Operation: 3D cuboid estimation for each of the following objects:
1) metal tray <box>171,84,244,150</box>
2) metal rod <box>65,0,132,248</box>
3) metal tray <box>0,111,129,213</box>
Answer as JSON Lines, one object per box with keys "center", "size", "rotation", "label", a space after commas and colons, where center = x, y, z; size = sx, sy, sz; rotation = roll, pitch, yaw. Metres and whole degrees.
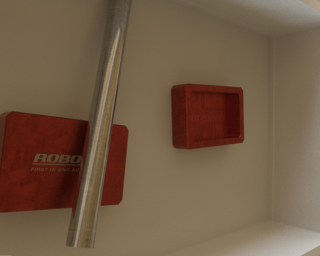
{"center": [0.076, -0.018, 0.469], "size": [0.131, 0.030, 0.089], "rotation": [-3, 92, -40], "label": "metal tray"}
{"center": [-0.058, -0.034, 0.326], "size": [0.025, 0.025, 0.299], "rotation": [21, 66, -38], "label": "metal rod"}
{"center": [-0.098, 0.035, 0.322], "size": [0.131, 0.030, 0.089], "rotation": [8, 85, -40], "label": "metal tray"}
